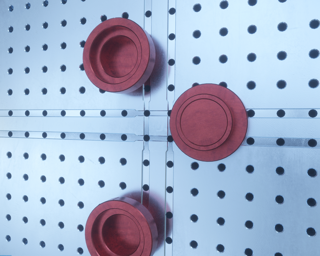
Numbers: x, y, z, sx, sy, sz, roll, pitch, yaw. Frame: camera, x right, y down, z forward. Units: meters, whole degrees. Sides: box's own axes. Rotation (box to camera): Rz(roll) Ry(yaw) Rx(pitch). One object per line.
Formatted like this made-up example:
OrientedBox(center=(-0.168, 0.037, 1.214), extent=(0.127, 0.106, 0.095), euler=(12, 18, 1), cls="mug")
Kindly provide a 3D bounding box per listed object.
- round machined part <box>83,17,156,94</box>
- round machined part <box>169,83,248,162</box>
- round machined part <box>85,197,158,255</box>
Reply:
OrientedBox(center=(-0.052, -0.095, 0.422), extent=(0.098, 0.042, 0.097), euler=(0, 90, 20), cls="round machined part")
OrientedBox(center=(0.058, -0.007, 0.383), extent=(0.098, 0.042, 0.097), euler=(0, 90, 20), cls="round machined part")
OrientedBox(center=(-0.048, 0.142, 0.421), extent=(0.098, 0.042, 0.097), euler=(0, 90, 20), cls="round machined part")
